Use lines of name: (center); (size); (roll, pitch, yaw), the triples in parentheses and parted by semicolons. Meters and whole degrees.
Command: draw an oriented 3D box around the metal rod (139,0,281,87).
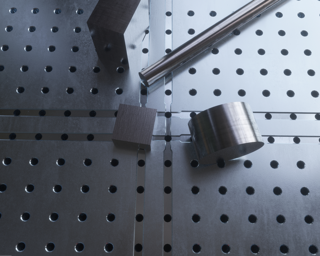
metal rod: (0.098, -0.152, 0.468); (0.301, 0.025, 0.025); (-35, 74, -12)

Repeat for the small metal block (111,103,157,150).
small metal block: (-0.033, -0.001, 0.412); (0.050, 0.025, 0.050); (9, 70, 3)

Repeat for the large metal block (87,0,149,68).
large metal block: (-0.054, -0.146, 0.435); (0.050, 0.080, 0.080); (20, 71, 7)

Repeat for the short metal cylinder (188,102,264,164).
short metal cylinder: (0.080, 0.008, 0.381); (0.081, 0.080, 0.050); (-13, 71, -5)
